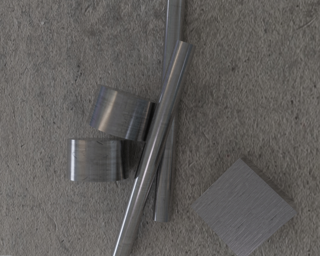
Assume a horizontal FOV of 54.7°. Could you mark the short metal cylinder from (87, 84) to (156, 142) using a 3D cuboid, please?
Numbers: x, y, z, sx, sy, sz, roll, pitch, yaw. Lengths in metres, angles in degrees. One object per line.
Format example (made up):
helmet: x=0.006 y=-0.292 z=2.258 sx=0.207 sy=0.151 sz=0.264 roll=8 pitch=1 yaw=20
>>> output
short metal cylinder: x=-0.047 y=-0.020 z=0.396 sx=0.080 sy=0.080 sz=0.050 roll=20 pitch=97 yaw=19

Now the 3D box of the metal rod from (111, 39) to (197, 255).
metal rod: x=-0.013 y=0.041 z=0.389 sx=0.025 sy=0.025 sz=0.298 roll=22 pitch=106 yaw=18

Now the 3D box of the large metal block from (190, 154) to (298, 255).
large metal block: x=0.097 y=0.089 z=0.361 sx=0.080 sy=0.050 sz=0.080 roll=45 pitch=104 yaw=14

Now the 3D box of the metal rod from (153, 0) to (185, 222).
metal rod: x=0.012 y=-0.029 z=0.404 sx=0.025 sy=0.025 sz=0.298 roll=4 pitch=91 yaw=20

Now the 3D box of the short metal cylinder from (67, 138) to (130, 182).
short metal cylinder: x=-0.081 y=0.039 z=0.408 sx=0.080 sy=0.080 sz=0.050 roll=1 pitch=91 yaw=20
